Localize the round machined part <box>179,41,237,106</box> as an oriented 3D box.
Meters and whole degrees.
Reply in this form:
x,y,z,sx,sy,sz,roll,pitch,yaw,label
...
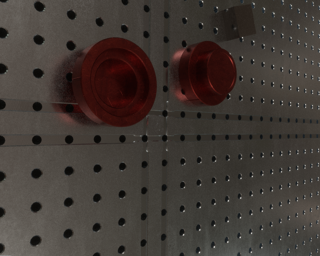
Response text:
x,y,z,sx,sy,sz,roll,pitch,yaw,label
0.078,-0.082,0.466,0.099,0.042,0.097,0,90,-40,round machined part

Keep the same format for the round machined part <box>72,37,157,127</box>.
x,y,z,sx,sy,sz,roll,pitch,yaw,label
-0.055,-0.050,0.354,0.099,0.042,0.097,0,90,-40,round machined part

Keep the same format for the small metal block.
x,y,z,sx,sy,sz,roll,pitch,yaw,label
0.134,-0.179,0.524,0.050,0.025,0.050,-24,105,-38,small metal block
